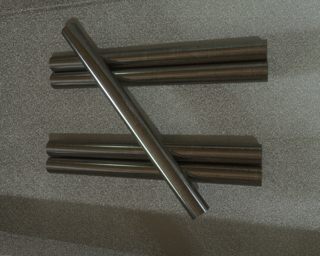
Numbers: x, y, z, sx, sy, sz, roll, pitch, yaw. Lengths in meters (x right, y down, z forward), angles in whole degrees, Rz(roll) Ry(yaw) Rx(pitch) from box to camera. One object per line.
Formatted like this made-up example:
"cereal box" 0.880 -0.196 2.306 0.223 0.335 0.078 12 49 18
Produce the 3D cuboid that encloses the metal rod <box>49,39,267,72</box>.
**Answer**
"metal rod" -0.016 -0.093 0.414 0.301 0.025 0.025 1 90 19

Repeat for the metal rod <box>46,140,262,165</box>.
"metal rod" -0.021 0.031 0.416 0.301 0.025 0.025 0 90 19

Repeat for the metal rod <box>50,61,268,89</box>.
"metal rod" -0.015 -0.069 0.414 0.301 0.025 0.025 1 90 19

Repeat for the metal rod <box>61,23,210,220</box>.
"metal rod" -0.038 -0.017 0.396 0.025 0.025 0.299 -40 78 16

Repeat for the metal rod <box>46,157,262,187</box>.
"metal rod" -0.022 0.056 0.416 0.301 0.025 0.025 0 90 19
